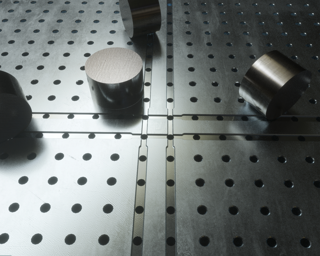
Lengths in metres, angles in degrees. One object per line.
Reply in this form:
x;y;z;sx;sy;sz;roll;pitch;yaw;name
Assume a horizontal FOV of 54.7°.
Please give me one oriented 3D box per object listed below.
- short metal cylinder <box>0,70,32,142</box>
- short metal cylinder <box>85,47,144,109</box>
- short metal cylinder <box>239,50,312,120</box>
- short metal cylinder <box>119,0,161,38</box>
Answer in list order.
-0.211;-0.027;0.393;0.081;0.080;0.050;-25;54;-19;short metal cylinder
-0.065;-0.073;0.452;0.081;0.050;0.080;0;50;0;short metal cylinder
0.156;-0.058;0.421;0.081;0.080;0.050;-27;55;-21;short metal cylinder
-0.036;-0.204;0.543;0.050;0.080;0.080;-17;52;-14;short metal cylinder
